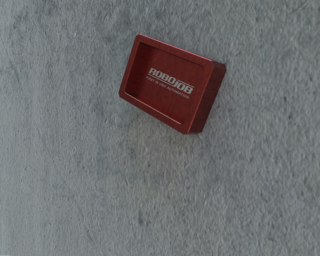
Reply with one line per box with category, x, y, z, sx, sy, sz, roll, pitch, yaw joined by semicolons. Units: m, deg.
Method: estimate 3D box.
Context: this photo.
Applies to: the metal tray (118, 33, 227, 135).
metal tray;0.009;-0.058;0.394;0.130;0.030;0.089;31;109;35
